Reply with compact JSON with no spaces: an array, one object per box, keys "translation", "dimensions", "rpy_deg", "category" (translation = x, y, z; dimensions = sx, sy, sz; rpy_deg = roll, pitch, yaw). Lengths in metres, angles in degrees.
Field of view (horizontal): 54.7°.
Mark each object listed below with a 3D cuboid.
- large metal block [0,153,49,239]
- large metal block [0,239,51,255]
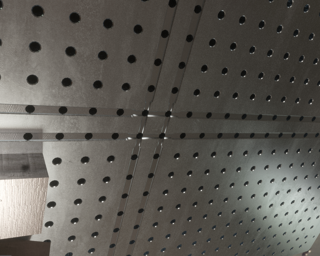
[{"translation":[-0.175,0.076,0.346],"dimensions":[0.081,0.050,0.079],"rpy_deg":[2,116,-30],"category":"large metal block"},{"translation":[-0.191,0.168,0.373],"dimensions":[0.080,0.050,0.080],"rpy_deg":[23,139,-37],"category":"large metal block"}]
